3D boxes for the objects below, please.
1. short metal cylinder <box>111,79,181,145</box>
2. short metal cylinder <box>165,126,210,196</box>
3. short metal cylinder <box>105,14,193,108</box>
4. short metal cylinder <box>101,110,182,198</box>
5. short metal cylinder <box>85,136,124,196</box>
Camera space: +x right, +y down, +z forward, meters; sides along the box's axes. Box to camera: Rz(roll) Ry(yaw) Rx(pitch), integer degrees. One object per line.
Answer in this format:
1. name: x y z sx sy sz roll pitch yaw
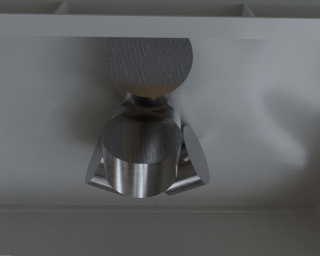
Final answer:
1. short metal cylinder: -0.016 -0.018 0.373 0.081 0.050 0.079 0 130 0
2. short metal cylinder: 0.026 0.043 0.408 0.050 0.080 0.080 -22 127 18
3. short metal cylinder: -0.011 -0.064 0.308 0.081 0.080 0.050 3 173 -3
4. short metal cylinder: -0.019 0.025 0.326 0.081 0.080 0.050 2 130 -2
5. short metal cylinder: -0.058 0.043 0.406 0.050 0.080 0.080 23 126 -18
